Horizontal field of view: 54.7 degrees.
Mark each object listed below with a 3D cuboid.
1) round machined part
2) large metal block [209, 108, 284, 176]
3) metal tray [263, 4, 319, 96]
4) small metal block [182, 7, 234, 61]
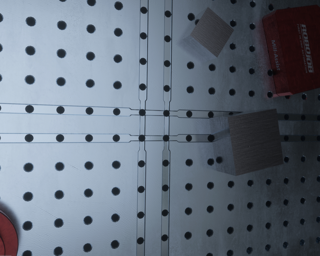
[{"bbox_3d":[-0.200,0.129,0.320,0.099,0.042,0.097,2,85,-32],"label":"round machined part"},{"bbox_3d":[0.124,0.018,0.447,0.081,0.050,0.079,-10,94,-20],"label":"large metal block"},{"bbox_3d":[0.220,-0.123,0.493,0.091,0.030,0.129,-14,95,-20],"label":"metal tray"},{"bbox_3d":[0.068,-0.132,0.439,0.050,0.025,0.050,35,79,-17],"label":"small metal block"}]
